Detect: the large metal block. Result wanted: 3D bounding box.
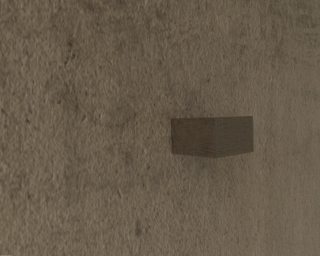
[{"bbox_3d":[0.072,0.010,0.432,0.081,0.080,0.050,-4,93,-40],"label":"large metal block"}]
